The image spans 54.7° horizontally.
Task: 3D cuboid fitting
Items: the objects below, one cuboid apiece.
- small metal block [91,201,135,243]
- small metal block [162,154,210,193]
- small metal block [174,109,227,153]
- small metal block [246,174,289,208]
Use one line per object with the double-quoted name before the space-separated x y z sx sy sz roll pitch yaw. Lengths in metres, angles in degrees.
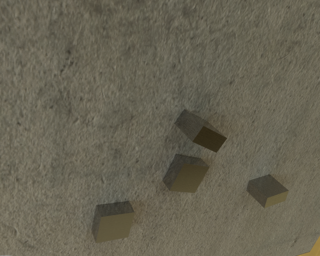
"small metal block" -0.069 0.138 0.456 0.050 0.025 0.050 0 119 -29
"small metal block" 0.040 0.070 0.474 0.050 0.025 0.050 13 112 -34
"small metal block" 0.056 0.004 0.425 0.050 0.050 0.025 25 105 -37
"small metal block" 0.199 0.116 0.575 0.050 0.050 0.025 -11 123 -23
